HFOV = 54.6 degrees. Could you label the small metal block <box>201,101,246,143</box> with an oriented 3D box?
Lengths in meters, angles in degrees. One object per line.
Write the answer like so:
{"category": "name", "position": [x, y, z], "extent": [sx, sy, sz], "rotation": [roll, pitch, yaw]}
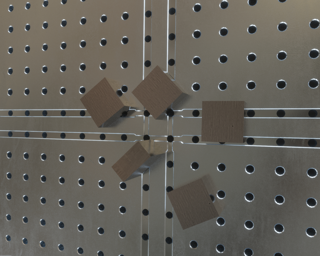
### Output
{"category": "small metal block", "position": [0.079, -0.008, 0.385], "extent": [0.050, 0.025, 0.050], "rotation": [2, 91, 20]}

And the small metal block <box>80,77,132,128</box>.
{"category": "small metal block", "position": [-0.077, -0.035, 0.440], "extent": [0.050, 0.025, 0.050], "rotation": [-38, 78, 16]}

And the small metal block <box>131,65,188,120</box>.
{"category": "small metal block", "position": [0.000, -0.046, 0.413], "extent": [0.050, 0.025, 0.050], "rotation": [-45, 76, 14]}

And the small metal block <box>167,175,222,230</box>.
{"category": "small metal block", "position": [0.044, 0.095, 0.397], "extent": [0.050, 0.025, 0.050], "rotation": [-27, 81, 18]}

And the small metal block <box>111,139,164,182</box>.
{"category": "small metal block", "position": [-0.028, 0.042, 0.410], "extent": [0.050, 0.050, 0.025], "rotation": [-44, 76, 15]}
